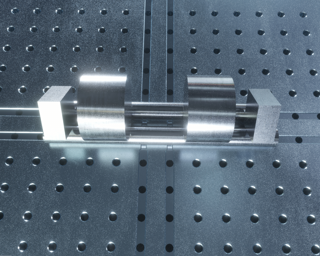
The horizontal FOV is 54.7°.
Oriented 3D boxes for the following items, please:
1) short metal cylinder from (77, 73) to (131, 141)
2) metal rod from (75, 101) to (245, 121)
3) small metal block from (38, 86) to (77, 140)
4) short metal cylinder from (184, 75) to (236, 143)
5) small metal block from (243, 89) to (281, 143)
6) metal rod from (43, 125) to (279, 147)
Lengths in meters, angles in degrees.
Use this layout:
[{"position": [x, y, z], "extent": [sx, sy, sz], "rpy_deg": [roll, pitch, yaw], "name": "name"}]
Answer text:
[{"position": [-0.063, -0.024, 0.368], "extent": [0.050, 0.080, 0.080], "rpy_deg": [1, 70, 0], "name": "short metal cylinder"}, {"position": [0.004, -0.023, 0.420], "extent": [0.302, 0.025, 0.025], "rpy_deg": [1, 70, 0], "name": "metal rod"}, {"position": [-0.124, -0.019, 0.381], "extent": [0.025, 0.050, 0.050], "rpy_deg": [1, 28, 1], "name": "small metal block"}, {"position": [0.056, -0.022, 0.368], "extent": [0.050, 0.080, 0.080], "rpy_deg": [1, 70, 0], "name": "short metal cylinder"}, {"position": [0.124, -0.016, 0.381], "extent": [0.025, 0.050, 0.050], "rpy_deg": [0, 29, 1], "name": "small metal block"}, {"position": [0.001, 0.010, 0.408], "extent": [0.302, 0.025, 0.025], "rpy_deg": [1, 70, 0], "name": "metal rod"}]
